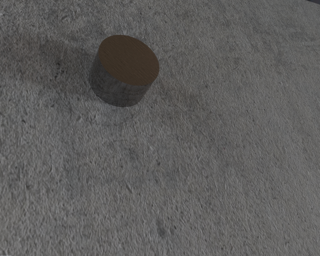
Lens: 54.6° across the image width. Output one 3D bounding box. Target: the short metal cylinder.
[{"bbox_3d":[-0.048,-0.074,0.407,0.081,0.050,0.080,13,56,-21],"label":"short metal cylinder"}]
